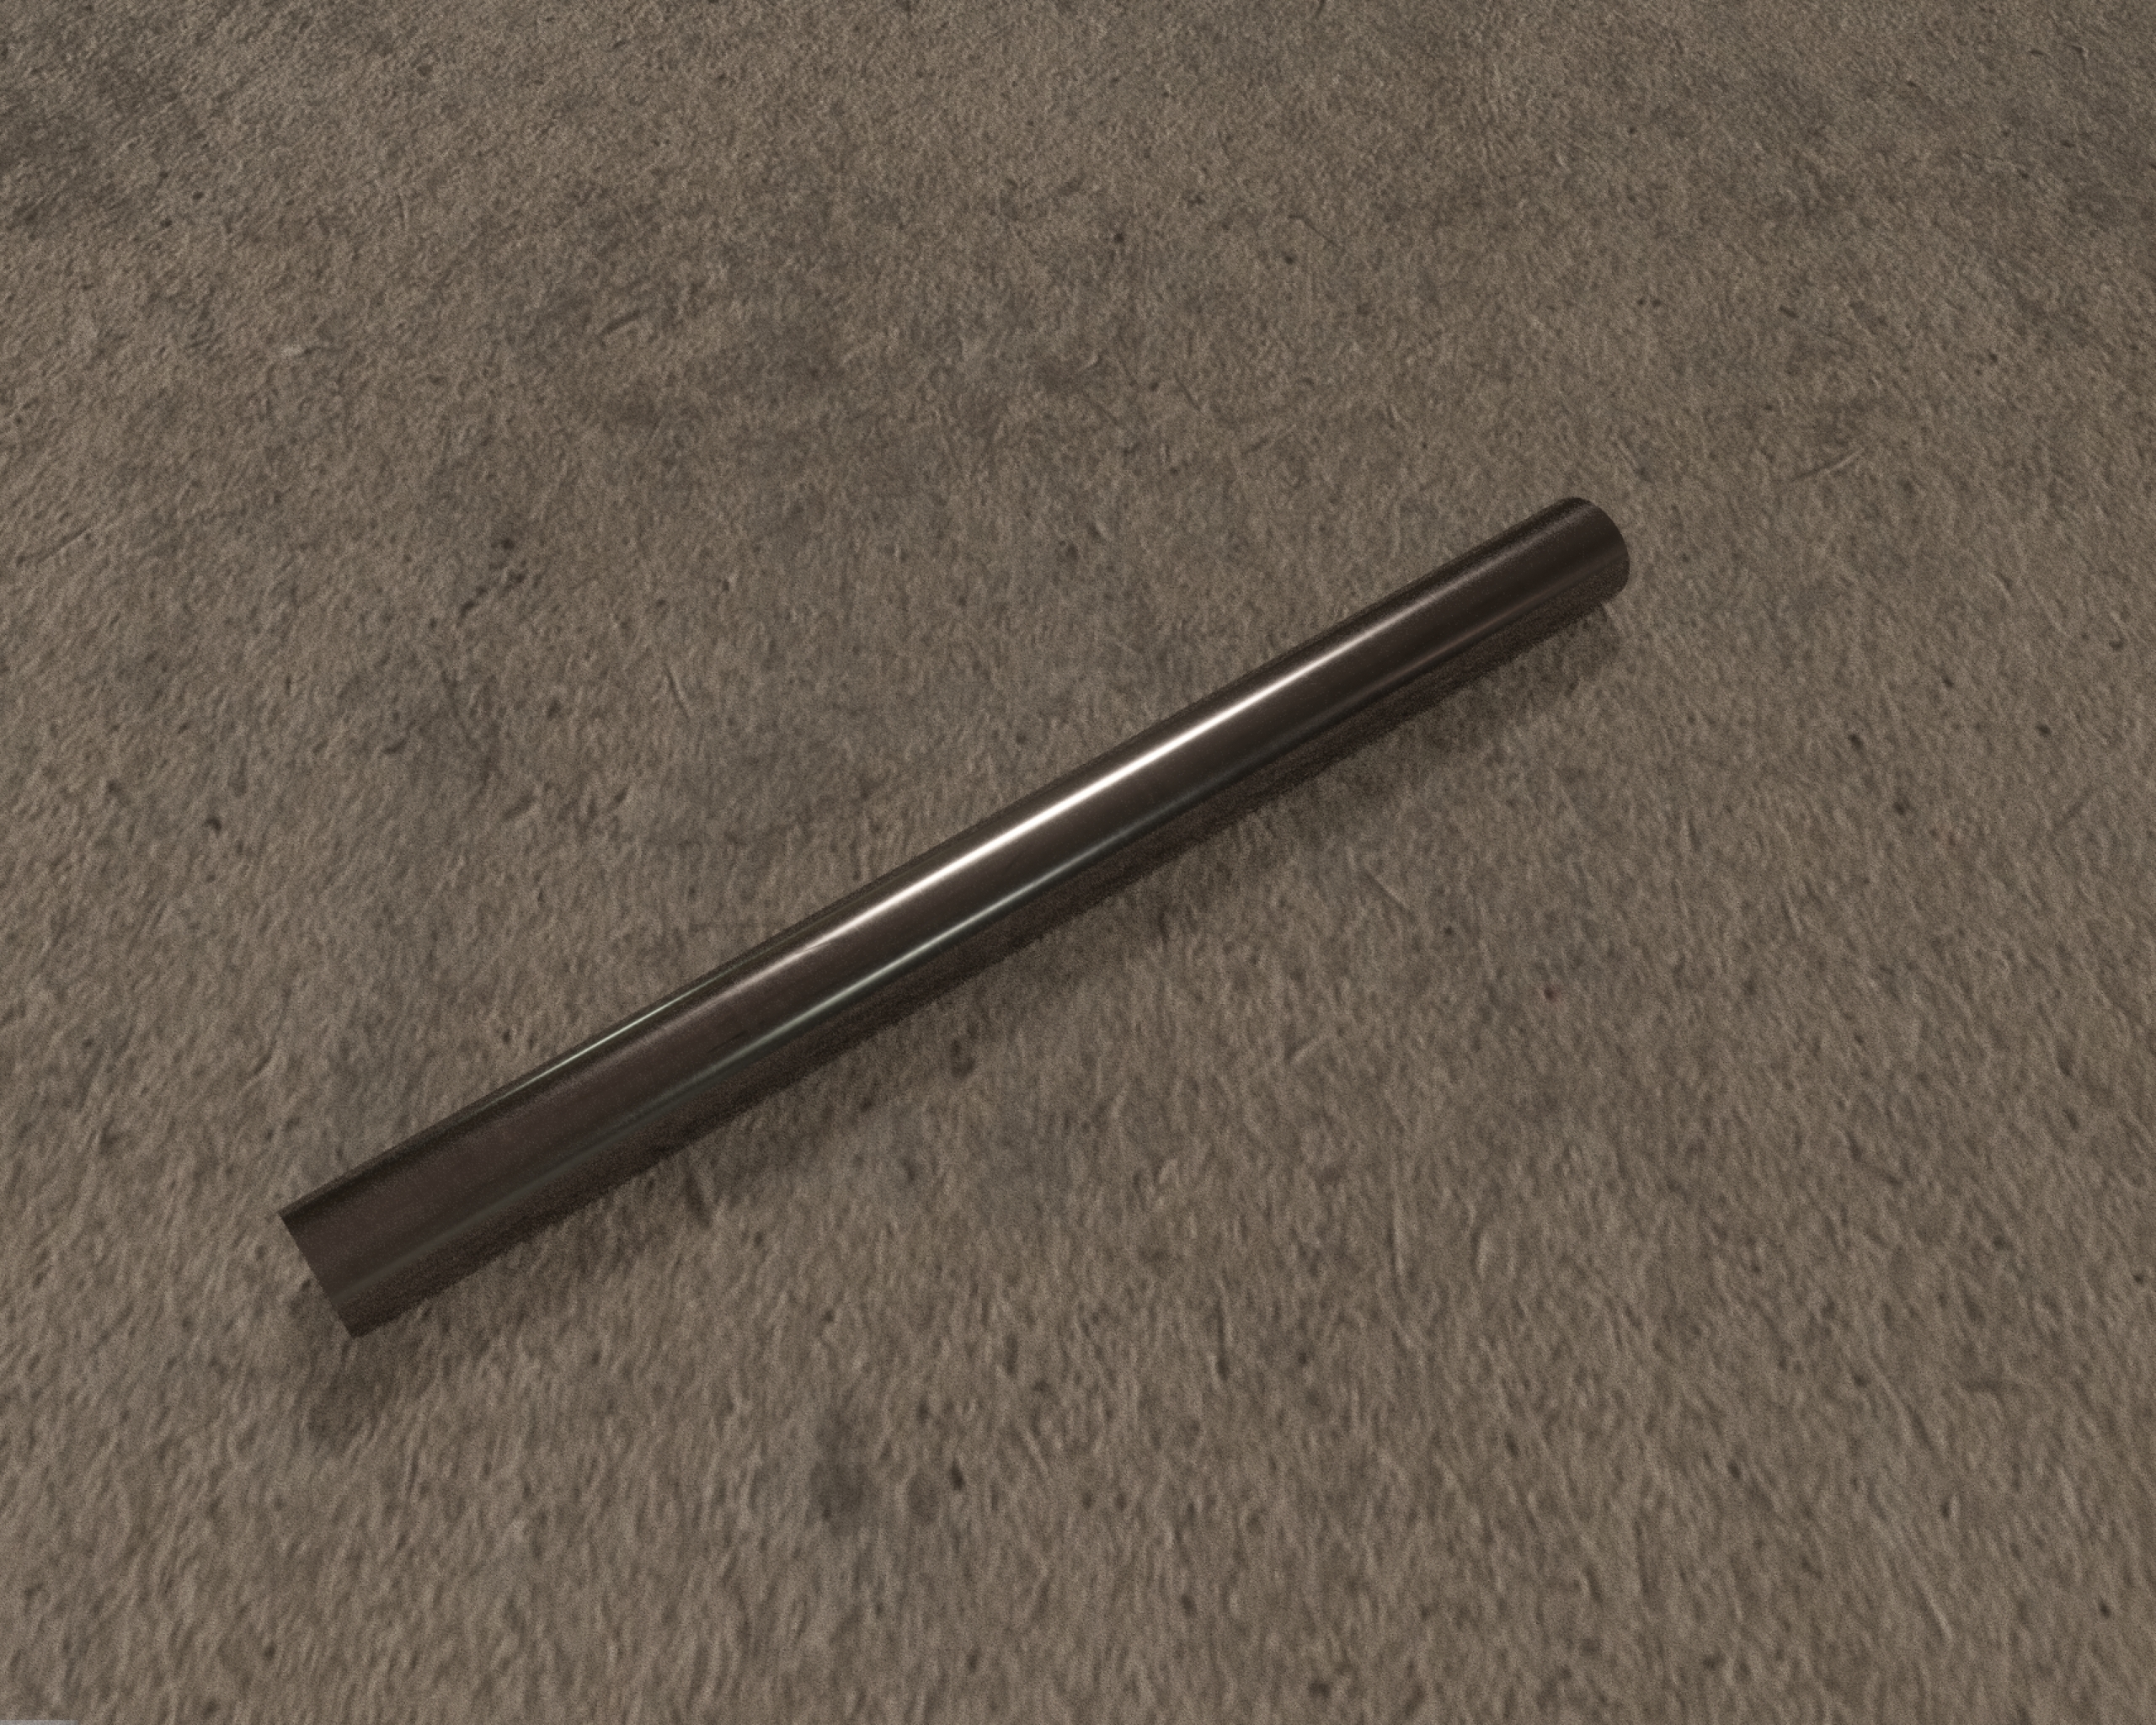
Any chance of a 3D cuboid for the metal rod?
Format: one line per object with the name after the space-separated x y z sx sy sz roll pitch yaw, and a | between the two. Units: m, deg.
-0.006 -0.001 0.406 0.302 0.025 0.025 -30 57 -23 | metal rod
